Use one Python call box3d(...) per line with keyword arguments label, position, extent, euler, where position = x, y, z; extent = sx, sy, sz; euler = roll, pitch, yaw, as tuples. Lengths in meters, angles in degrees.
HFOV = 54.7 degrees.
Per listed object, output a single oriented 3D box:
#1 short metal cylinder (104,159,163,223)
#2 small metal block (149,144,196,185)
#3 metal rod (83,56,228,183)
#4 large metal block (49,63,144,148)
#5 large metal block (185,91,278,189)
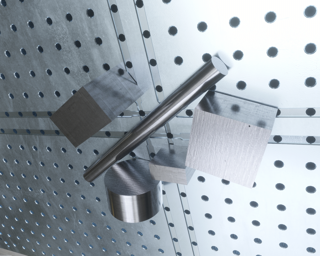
box3d(label="short metal cylinder", position=(-0.037, 0.089, 0.448), extent=(0.080, 0.080, 0.050), euler=(11, 123, 22))
box3d(label="small metal block", position=(0.020, 0.047, 0.413), extent=(0.050, 0.050, 0.025), euler=(5, 121, 25))
box3d(label="metal rod", position=(-0.026, 0.006, 0.427), extent=(0.025, 0.025, 0.299), euler=(47, 129, -5))
box3d(label="large metal block", position=(-0.080, -0.029, 0.399), extent=(0.080, 0.080, 0.050), euler=(-32, 101, 38))
box3d(label="large metal block", position=(0.080, 0.012, 0.356), extent=(0.080, 0.050, 0.079), euler=(18, 125, 17))
